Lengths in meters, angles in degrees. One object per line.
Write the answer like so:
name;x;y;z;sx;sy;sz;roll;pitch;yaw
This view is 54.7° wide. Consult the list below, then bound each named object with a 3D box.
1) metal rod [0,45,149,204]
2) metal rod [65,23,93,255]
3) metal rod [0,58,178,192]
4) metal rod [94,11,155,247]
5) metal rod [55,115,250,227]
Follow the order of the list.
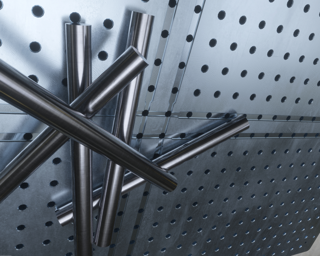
metal rod;-0.130;0.026;0.327;0.300;0.025;0.025;-41;130;11
metal rod;-0.092;0.034;0.362;0.025;0.025;0.298;-7;115;-25
metal rod;-0.057;0.016;0.323;0.025;0.025;0.300;-45;141;3
metal rod;-0.048;0.016;0.376;0.025;0.025;0.298;1;112;-30
metal rod;-0.002;0.055;0.446;0.302;0.025;0.025;-26;128;-13
